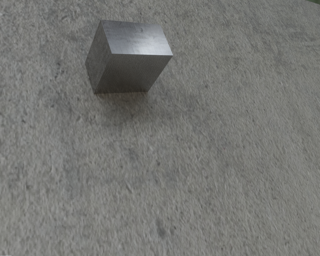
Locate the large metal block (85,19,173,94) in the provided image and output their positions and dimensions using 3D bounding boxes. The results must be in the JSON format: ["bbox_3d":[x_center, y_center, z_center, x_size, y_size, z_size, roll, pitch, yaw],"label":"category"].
[{"bbox_3d":[-0.043,-0.088,0.399,0.081,0.080,0.050,-6,65,-31],"label":"large metal block"}]
